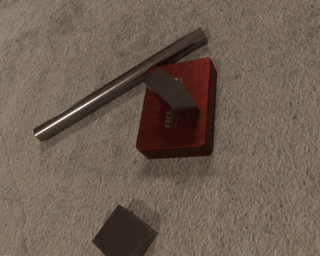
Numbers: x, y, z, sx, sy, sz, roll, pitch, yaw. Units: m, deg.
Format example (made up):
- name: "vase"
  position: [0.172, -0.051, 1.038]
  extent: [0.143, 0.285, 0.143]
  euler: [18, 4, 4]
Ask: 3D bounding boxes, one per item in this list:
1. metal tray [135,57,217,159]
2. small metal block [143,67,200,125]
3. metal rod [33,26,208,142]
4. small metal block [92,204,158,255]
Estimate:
- name: "metal tray"
  position: [0.024, -0.026, 0.403]
  extent: [0.090, 0.030, 0.130]
  euler: [-6, 59, 25]
- name: "small metal block"
  position: [0.014, -0.037, 0.363]
  extent: [0.025, 0.050, 0.050]
  euler: [-44, 51, -2]
- name: "metal rod"
  position: [-0.065, -0.063, 0.474]
  extent: [0.301, 0.025, 0.025]
  euler: [-30, 52, 8]
- name: "small metal block"
  position: [-0.039, 0.123, 0.348]
  extent: [0.050, 0.025, 0.050]
  euler: [27, 76, 37]
